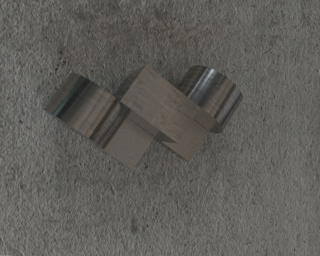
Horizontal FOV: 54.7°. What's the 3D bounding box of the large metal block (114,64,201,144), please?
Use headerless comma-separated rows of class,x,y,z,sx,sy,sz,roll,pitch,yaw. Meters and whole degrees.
large metal block,-0.011,-0.026,0.378,0.080,0.080,0.050,37,78,-17

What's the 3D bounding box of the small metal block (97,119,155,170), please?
small metal block,-0.044,0.018,0.395,0.050,0.025,0.050,37,78,-17

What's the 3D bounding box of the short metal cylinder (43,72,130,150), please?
short metal cylinder,-0.082,-0.018,0.351,0.080,0.080,0.050,37,78,-17

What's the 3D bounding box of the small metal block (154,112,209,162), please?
small metal block,0.030,0.011,0.422,0.050,0.025,0.050,37,78,-17

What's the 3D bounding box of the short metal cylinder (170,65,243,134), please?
short metal cylinder,0.059,-0.036,0.403,0.080,0.080,0.050,37,78,-17
